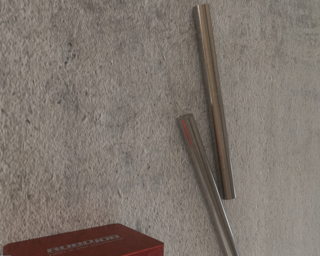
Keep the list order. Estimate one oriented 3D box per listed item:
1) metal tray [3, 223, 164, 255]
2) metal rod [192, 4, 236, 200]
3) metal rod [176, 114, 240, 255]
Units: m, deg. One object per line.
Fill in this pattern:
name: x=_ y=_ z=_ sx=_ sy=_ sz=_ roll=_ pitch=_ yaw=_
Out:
metal tray: x=-0.072 y=0.129 z=0.303 sx=0.131 sy=0.090 sz=0.030 roll=3 pitch=89 yaw=-40
metal rod: x=0.085 y=-0.034 z=0.478 sx=0.025 sy=0.025 sz=0.298 roll=-17 pitch=101 yaw=-39
metal rod: x=0.084 y=0.119 z=0.478 sx=0.025 sy=0.025 sz=0.298 roll=-33 pitch=111 yaw=-35
